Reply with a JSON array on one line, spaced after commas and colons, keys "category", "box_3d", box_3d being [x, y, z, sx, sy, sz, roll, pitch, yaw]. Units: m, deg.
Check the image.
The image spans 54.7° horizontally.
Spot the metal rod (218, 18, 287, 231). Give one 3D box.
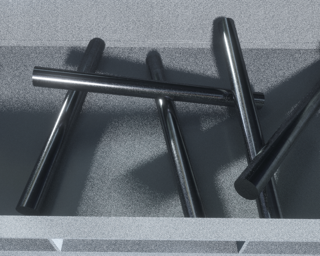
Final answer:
[{"category": "metal rod", "box_3d": [0.109, -0.026, 0.393, 0.025, 0.025, 0.299, -3, 61, -2]}]

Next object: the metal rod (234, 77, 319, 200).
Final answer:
[{"category": "metal rod", "box_3d": [0.176, -0.014, 0.387, 0.025, 0.025, 0.302, 32, 48, 24]}]

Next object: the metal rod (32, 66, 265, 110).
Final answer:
[{"category": "metal rod", "box_3d": [-0.006, -0.051, 0.409, 0.302, 0.025, 0.025, 5, 49, -11]}]

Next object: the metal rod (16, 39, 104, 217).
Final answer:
[{"category": "metal rod", "box_3d": [-0.124, -0.025, 0.425, 0.025, 0.025, 0.300, 5, 50, 4]}]

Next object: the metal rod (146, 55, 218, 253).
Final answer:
[{"category": "metal rod", "box_3d": [0.017, 0.006, 0.399, 0.025, 0.025, 0.300, -8, 51, -7]}]
